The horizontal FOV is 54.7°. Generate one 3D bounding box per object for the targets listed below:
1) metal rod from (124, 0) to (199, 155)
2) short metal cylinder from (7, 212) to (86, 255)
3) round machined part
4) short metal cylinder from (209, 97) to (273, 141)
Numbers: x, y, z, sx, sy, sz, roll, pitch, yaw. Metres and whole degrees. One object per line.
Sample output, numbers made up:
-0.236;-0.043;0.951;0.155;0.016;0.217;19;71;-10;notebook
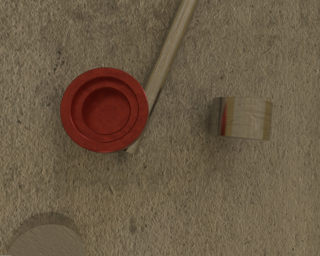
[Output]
0.013;-0.107;0.414;0.025;0.025;0.299;25;82;-19;metal rod
-0.128;0.141;0.349;0.081;0.050;0.079;0;90;-21;short metal cylinder
-0.062;-0.018;0.366;0.099;0.042;0.097;0;81;-1;round machined part
0.110;-0.011;0.422;0.081;0.080;0.050;7;88;-20;short metal cylinder
